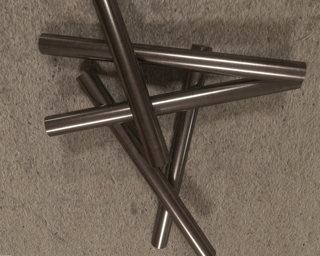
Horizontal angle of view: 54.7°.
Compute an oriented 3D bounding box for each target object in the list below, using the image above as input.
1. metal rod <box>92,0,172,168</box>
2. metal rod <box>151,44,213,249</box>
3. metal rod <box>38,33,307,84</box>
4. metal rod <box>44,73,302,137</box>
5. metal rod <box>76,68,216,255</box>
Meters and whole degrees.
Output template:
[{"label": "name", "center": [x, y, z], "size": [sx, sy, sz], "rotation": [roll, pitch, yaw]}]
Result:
[{"label": "metal rod", "center": [-0.047, -0.100, 0.335], "size": [0.025, 0.025, 0.298], "rotation": [-18, 95, 6]}, {"label": "metal rod", "center": [0.025, 0.039, 0.424], "size": [0.025, 0.025, 0.298], "rotation": [9, 110, -4]}, {"label": "metal rod", "center": [0.009, -0.081, 0.358], "size": [0.302, 0.025, 0.025], "rotation": [8, 110, 5]}, {"label": "metal rod", "center": [0.016, -0.031, 0.369], "size": [0.302, 0.025, 0.025], "rotation": [-11, 110, -1]}, {"label": "metal rod", "center": [-0.013, 0.056, 0.409], "size": [0.025, 0.025, 0.299], "rotation": [-31, 100, 10]}]
